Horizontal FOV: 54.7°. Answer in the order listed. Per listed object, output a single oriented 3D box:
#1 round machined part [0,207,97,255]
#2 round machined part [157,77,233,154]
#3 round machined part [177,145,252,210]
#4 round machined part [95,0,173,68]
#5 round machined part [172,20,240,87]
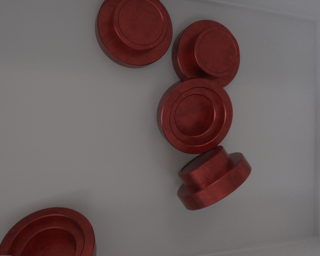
[{"bbox_3d":[-0.119,0.140,0.338,0.099,0.098,0.042,-14,133,-20],"label":"round machined part"},{"bbox_3d":[0.042,-0.018,0.410,0.099,0.042,0.097,-4,103,-17],"label":"round machined part"},{"bbox_3d":[0.062,0.058,0.395,0.098,0.098,0.042,-34,92,-17],"label":"round machined part"},{"bbox_3d":[-0.029,-0.127,0.390,0.099,0.042,0.097,0,90,-20],"label":"round machined part"},{"bbox_3d":[0.069,-0.101,0.427,0.099,0.042,0.097,0,90,-20],"label":"round machined part"}]
